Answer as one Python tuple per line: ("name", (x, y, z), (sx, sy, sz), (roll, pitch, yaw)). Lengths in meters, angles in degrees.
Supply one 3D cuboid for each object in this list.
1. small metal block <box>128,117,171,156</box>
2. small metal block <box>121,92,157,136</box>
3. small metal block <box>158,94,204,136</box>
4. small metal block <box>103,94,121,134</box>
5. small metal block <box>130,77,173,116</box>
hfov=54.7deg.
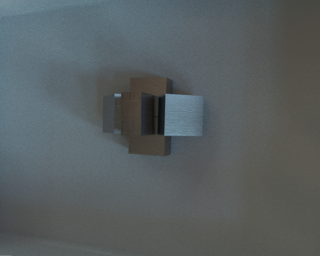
("small metal block", (-0.013, 0.010, 0.413), (0.050, 0.025, 0.050), (3, 91, 20))
("small metal block", (-0.025, -0.016, 0.377), (0.025, 0.050, 0.050), (1, 90, 19))
("small metal block", (0.025, -0.016, 0.387), (0.050, 0.025, 0.050), (1, 91, -20))
("small metal block", (-0.057, -0.018, 0.414), (0.050, 0.025, 0.050), (2, 91, 63))
("small metal block", (-0.012, -0.040, 0.412), (0.050, 0.025, 0.050), (3, 91, 19))
